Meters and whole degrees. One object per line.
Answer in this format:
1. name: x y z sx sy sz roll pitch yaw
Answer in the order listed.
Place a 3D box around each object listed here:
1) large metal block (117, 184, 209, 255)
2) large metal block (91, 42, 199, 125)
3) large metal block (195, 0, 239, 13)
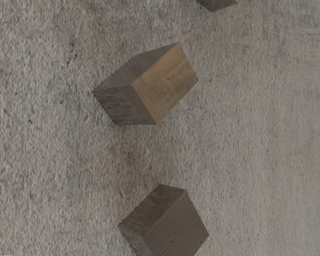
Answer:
1. large metal block: 0.007 0.131 0.394 0.080 0.050 0.080 -41 115 -32
2. large metal block: -0.017 -0.048 0.354 0.080 0.080 0.050 -47 119 -29
3. large metal block: 0.075 -0.230 0.451 0.080 0.050 0.080 18 78 -39
